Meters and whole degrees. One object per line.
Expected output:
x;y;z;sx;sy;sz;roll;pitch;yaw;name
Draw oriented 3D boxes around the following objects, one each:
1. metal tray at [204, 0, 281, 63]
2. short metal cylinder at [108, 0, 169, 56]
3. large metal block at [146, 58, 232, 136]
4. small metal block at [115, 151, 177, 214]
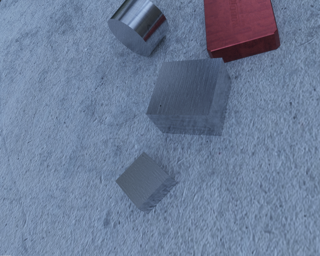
0.111;-0.157;0.438;0.090;0.030;0.130;-11;57;21;metal tray
-0.033;-0.158;0.481;0.080;0.080;0.050;28;77;37;short metal cylinder
0.039;-0.038;0.390;0.080;0.050;0.080;2;63;29;large metal block
-0.017;0.065;0.372;0.050;0.025;0.050;-46;51;-4;small metal block
